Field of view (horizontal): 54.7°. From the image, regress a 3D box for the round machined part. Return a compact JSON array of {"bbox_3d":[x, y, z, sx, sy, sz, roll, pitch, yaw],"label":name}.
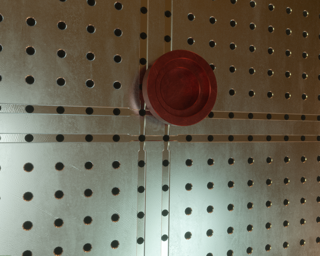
[{"bbox_3d":[0.023,-0.051,0.413,0.099,0.042,0.097,0,90,-21],"label":"round machined part"}]
